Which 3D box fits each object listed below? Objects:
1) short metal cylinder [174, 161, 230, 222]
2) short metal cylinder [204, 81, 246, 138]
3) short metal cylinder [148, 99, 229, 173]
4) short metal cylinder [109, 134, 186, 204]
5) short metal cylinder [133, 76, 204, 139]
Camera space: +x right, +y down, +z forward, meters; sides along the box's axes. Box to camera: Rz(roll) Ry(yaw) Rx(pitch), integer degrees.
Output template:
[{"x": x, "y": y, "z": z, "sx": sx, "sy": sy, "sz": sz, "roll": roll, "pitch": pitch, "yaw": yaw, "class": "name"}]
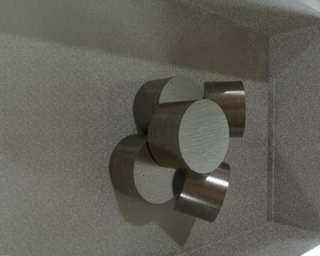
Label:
[{"x": 0.054, "y": 0.077, "z": 0.408, "sx": 0.050, "sy": 0.080, "sz": 0.080, "roll": 18, "pitch": 75, "yaw": 3, "class": "short metal cylinder"}, {"x": 0.089, "y": -0.026, "z": 0.438, "sx": 0.080, "sy": 0.050, "sz": 0.079, "roll": -3, "pitch": 92, "yaw": -84, "class": "short metal cylinder"}, {"x": 0.033, "y": 0.009, "z": 0.351, "sx": 0.081, "sy": 0.050, "sz": 0.079, "roll": 0, "pitch": 90, "yaw": -40, "class": "short metal cylinder"}, {"x": -0.014, "y": 0.048, "z": 0.379, "sx": 0.081, "sy": 0.050, "sz": 0.079, "roll": 0, "pitch": 90, "yaw": -40, "class": "short metal cylinder"}, {"x": 0.013, "y": -0.025, "z": 0.401, "sx": 0.081, "sy": 0.050, "sz": 0.079, "roll": 0, "pitch": 90, "yaw": -40, "class": "short metal cylinder"}]
